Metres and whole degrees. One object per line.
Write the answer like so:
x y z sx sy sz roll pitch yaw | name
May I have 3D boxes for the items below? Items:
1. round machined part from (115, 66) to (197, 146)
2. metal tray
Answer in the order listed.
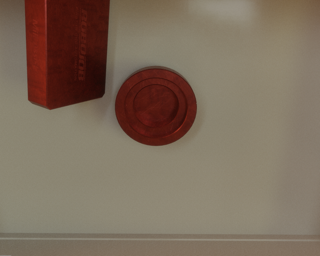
-0.005 -0.030 0.391 0.099 0.042 0.097 0 110 -1 | round machined part
-0.098 -0.092 0.340 0.030 0.091 0.129 18 113 27 | metal tray
